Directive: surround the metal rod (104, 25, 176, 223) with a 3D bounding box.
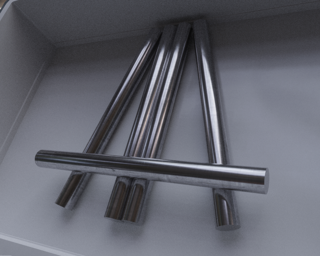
[{"bbox_3d":[-0.018,-0.023,0.428,0.025,0.025,0.300,1,62,29],"label":"metal rod"}]

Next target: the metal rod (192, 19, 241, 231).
[{"bbox_3d":[0.064,-0.027,0.387,0.025,0.025,0.299,-15,56,20],"label":"metal rod"}]

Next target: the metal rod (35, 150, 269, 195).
[{"bbox_3d":[-0.032,0.046,0.360,0.300,0.025,0.025,1,63,29],"label":"metal rod"}]

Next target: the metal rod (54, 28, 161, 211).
[{"bbox_3d":[-0.066,-0.025,0.454,0.025,0.025,0.300,13,68,33],"label":"metal rod"}]

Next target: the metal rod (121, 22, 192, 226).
[{"bbox_3d":[0.003,-0.023,0.417,0.025,0.025,0.300,1,62,29],"label":"metal rod"}]
